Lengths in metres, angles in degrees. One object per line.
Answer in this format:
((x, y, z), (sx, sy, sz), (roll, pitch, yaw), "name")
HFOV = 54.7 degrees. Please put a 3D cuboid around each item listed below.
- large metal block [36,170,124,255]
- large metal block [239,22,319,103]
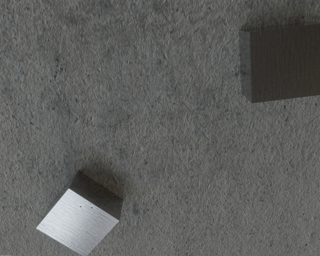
((-0.111, 0.121, 0.440), (0.080, 0.050, 0.080), (37, 106, -13), "large metal block")
((0.142, -0.079, 0.368), (0.080, 0.050, 0.079), (-7, 110, 2), "large metal block")
